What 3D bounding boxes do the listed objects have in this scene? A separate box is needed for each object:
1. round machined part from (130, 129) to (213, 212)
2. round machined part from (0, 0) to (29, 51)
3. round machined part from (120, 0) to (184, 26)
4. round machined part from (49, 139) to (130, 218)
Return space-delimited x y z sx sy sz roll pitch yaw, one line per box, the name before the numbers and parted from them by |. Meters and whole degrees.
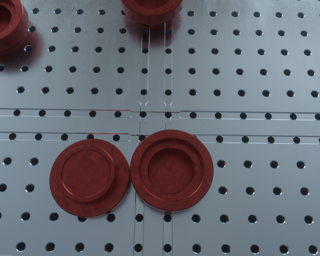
round machined part | 0.014 0.054 0.383 0.099 0.042 0.098 0 70 -1
round machined part | -0.243 -0.153 0.456 0.099 0.042 0.098 0 70 -1
round machined part | -0.012 -0.198 0.475 0.099 0.042 0.098 0 70 -1
round machined part | -0.087 0.059 0.380 0.099 0.042 0.098 0 70 -1
